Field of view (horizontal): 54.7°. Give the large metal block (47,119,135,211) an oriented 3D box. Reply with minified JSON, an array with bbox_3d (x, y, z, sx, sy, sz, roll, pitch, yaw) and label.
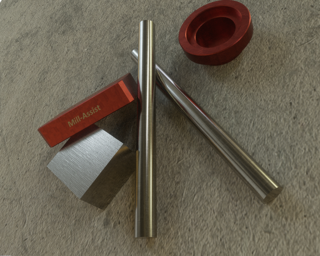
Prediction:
[{"bbox_3d":[-0.085,0.046,0.403,0.080,0.050,0.080,30,78,37],"label":"large metal block"}]

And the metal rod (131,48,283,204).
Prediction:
[{"bbox_3d":[0.038,-0.025,0.398,0.025,0.025,0.300,-40,51,1],"label":"metal rod"}]

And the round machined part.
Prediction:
[{"bbox_3d":[0.079,-0.125,0.428,0.098,0.042,0.098,-13,56,20],"label":"round machined part"}]

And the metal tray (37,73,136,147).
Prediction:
[{"bbox_3d":[-0.095,-0.028,0.433,0.130,0.030,0.090,-29,14,9],"label":"metal tray"}]

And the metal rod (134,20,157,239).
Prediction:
[{"bbox_3d":[-0.018,-0.016,0.400,0.025,0.025,0.299,-11,63,22],"label":"metal rod"}]
